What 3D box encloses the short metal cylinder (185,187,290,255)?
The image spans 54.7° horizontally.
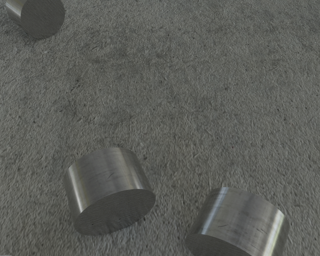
[{"bbox_3d":[0.070,0.100,0.284,0.080,0.080,0.050,23,54,18],"label":"short metal cylinder"}]

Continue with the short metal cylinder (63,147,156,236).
[{"bbox_3d":[-0.051,0.065,0.313,0.081,0.080,0.050,-18,53,-14],"label":"short metal cylinder"}]

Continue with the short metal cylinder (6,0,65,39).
[{"bbox_3d":[-0.214,-0.203,0.537,0.080,0.080,0.050,-37,59,-27],"label":"short metal cylinder"}]
